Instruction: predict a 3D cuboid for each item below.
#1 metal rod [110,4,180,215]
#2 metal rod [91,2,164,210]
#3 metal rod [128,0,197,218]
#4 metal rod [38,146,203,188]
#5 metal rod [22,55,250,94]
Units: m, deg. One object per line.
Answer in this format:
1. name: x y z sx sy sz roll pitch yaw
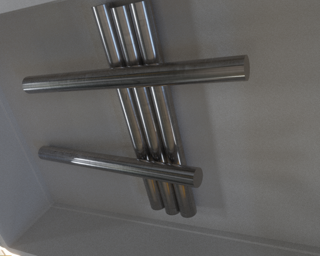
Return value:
1. metal rod: -0.011 -0.006 0.410 0.025 0.025 0.298 1 119 28
2. metal rod: -0.034 -0.011 0.419 0.025 0.025 0.298 0 119 28
3. metal rod: 0.010 -0.006 0.397 0.025 0.025 0.298 1 119 28
4. metal rod: -0.078 0.051 0.457 0.300 0.025 0.025 4 121 34
5. metal rod: -0.050 -0.059 0.365 0.300 0.025 0.025 1 119 28
